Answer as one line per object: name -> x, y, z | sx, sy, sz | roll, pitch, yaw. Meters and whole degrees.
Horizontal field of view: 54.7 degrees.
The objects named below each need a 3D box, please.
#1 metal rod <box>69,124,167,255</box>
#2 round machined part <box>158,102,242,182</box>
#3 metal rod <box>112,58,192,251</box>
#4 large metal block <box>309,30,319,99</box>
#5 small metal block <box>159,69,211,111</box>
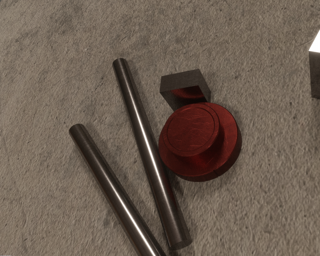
metal rod -> -0.047, 0.091, 0.371 | 0.025, 0.025, 0.300 | -41, 51, 0
round machined part -> 0.042, 0.010, 0.364 | 0.098, 0.042, 0.098 | -13, 56, 20
metal rod -> -0.022, 0.009, 0.408 | 0.025, 0.025, 0.299 | -29, 52, 10
large metal block -> 0.195, -0.078, 0.315 | 0.050, 0.080, 0.080 | 22, 74, 36
small metal block -> 0.034, -0.046, 0.398 | 0.050, 0.050, 0.025 | -8, 59, 24
